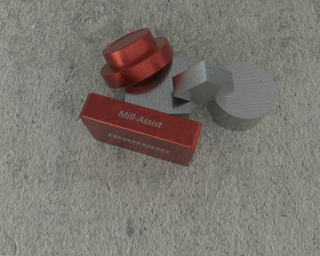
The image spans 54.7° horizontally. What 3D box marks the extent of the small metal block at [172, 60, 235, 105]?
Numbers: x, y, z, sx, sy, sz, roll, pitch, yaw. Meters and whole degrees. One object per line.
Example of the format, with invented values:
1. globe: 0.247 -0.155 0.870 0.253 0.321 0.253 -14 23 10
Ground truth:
1. small metal block: 0.051 -0.052 0.367 0.050 0.050 0.025 11 67 -41

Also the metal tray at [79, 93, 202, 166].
1. metal tray: -0.021 0.005 0.372 0.131 0.090 0.030 16 71 5

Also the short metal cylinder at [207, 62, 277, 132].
1. short metal cylinder: 0.106 -0.040 0.412 0.081 0.050 0.080 0 70 0

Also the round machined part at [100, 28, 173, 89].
1. round machined part: -0.036 -0.096 0.405 0.098 0.098 0.042 -35 118 -12

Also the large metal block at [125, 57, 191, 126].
1. large metal block: -0.004 -0.046 0.414 0.081 0.050 0.080 -1 70 -1
